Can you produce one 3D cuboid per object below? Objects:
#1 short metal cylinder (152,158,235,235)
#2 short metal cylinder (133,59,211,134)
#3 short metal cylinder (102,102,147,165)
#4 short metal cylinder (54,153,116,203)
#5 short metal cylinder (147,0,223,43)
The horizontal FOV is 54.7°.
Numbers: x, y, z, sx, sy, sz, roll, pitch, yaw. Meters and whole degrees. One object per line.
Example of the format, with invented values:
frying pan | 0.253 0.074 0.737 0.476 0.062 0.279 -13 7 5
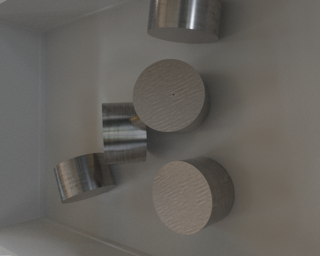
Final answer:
short metal cylinder | 0.038 0.076 0.358 0.080 0.050 0.079 0 90 39
short metal cylinder | 0.015 -0.034 0.358 0.080 0.050 0.080 -1 86 16
short metal cylinder | -0.047 0.007 0.401 0.080 0.050 0.079 178 89 -81
short metal cylinder | -0.111 0.075 0.460 0.080 0.081 0.050 -31 71 35
short metal cylinder | 0.028 -0.128 0.346 0.080 0.081 0.050 10 97 39
